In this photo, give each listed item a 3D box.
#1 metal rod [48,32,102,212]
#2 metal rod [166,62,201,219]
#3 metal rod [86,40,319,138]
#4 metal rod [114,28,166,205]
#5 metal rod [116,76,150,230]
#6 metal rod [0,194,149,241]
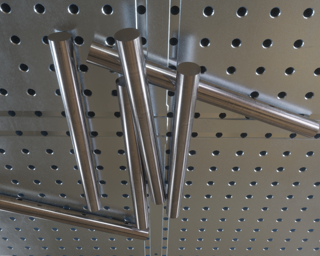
[{"bbox_3d":[-0.108,0.017,0.424,0.025,0.025,0.298,0,130,-1],"label":"metal rod"},{"bbox_3d":[0.026,0.042,0.427,0.025,0.025,0.298,1,136,-1],"label":"metal rod"},{"bbox_3d":[0.063,-0.041,0.376,0.302,0.025,0.025,17,128,-14],"label":"metal rod"},{"bbox_3d":[-0.016,0.013,0.401,0.025,0.025,0.299,-4,137,4],"label":"metal rod"},{"bbox_3d":[-0.035,0.058,0.460,0.025,0.025,0.298,-1,130,1],"label":"metal rod"},{"bbox_3d":[-0.165,0.154,0.540,0.302,0.025,0.025,17,128,-15],"label":"metal rod"}]
